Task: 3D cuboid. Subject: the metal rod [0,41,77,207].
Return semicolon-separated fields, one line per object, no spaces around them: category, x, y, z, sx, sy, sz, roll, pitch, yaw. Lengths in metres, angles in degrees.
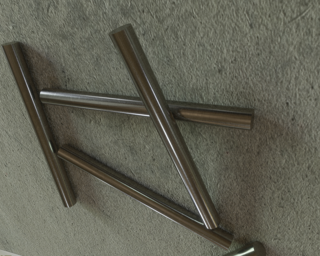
metal rod;-0.191;0.009;0.510;0.025;0.025;0.298;4;121;26

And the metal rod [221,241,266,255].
metal rod;0.059;0.254;0.531;0.025;0.025;0.298;43;129;-2

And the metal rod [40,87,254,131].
metal rod;-0.034;-0.029;0.405;0.301;0.025;0.025;8;122;23

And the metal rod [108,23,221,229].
metal rod;0.018;0.019;0.380;0.025;0.025;0.299;-7;124;31

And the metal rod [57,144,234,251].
metal rod;-0.029;0.103;0.484;0.301;0.025;0.025;27;128;11
